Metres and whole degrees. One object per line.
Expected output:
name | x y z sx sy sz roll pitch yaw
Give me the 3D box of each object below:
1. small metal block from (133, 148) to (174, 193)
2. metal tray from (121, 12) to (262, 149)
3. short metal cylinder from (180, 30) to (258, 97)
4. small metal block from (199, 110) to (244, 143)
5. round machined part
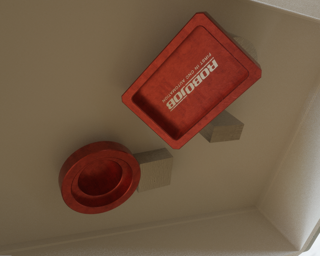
small metal block | -0.011 0.060 0.441 0.050 0.025 0.050 -9 123 -24
metal tray | 0.032 -0.048 0.341 0.090 0.030 0.130 43 115 -6
short metal cylinder | 0.072 -0.079 0.385 0.081 0.050 0.079 -14 124 -21
small metal block | 0.080 -0.005 0.436 0.050 0.050 0.025 -4 121 -27
round machined part | -0.078 0.058 0.392 0.099 0.042 0.097 -14 125 -21
